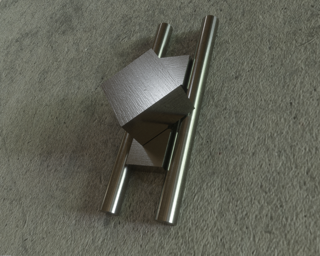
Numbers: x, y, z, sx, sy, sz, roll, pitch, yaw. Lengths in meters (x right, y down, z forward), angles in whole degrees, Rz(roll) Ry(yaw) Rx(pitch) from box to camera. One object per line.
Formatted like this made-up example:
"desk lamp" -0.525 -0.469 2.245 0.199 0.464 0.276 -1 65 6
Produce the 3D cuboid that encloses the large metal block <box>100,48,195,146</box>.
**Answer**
"large metal block" -0.016 -0.039 0.386 0.080 0.050 0.080 -35 52 4

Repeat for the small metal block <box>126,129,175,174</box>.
"small metal block" -0.009 0.029 0.390 0.050 0.025 0.050 1 62 28

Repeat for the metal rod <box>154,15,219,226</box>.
"metal rod" 0.041 -0.028 0.401 0.025 0.025 0.300 1 62 28

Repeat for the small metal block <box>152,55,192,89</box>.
"small metal block" 0.018 -0.074 0.438 0.050 0.025 0.050 1 62 28

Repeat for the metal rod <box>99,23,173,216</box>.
"metal rod" -0.026 -0.029 0.436 0.025 0.025 0.300 1 62 28
